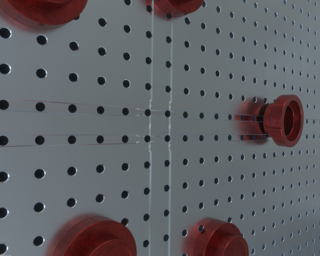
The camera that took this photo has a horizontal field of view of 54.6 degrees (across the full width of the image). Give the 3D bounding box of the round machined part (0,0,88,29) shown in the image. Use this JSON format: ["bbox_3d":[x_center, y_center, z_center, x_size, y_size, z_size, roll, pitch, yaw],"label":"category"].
[{"bbox_3d":[-0.113,-0.151,0.302,0.099,0.042,0.097,0,90,-40],"label":"round machined part"}]

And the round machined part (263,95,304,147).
[{"bbox_3d":[0.231,-0.014,0.586,0.099,0.042,0.097,-4,96,-44],"label":"round machined part"}]

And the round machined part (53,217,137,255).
[{"bbox_3d":[-0.065,0.152,0.343,0.099,0.042,0.097,0,90,-40],"label":"round machined part"}]

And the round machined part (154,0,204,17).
[{"bbox_3d":[0.031,-0.207,0.422,0.099,0.042,0.097,0,90,-40],"label":"round machined part"}]

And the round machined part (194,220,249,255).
[{"bbox_3d":[0.101,0.197,0.482,0.099,0.042,0.097,0,90,-40],"label":"round machined part"}]
